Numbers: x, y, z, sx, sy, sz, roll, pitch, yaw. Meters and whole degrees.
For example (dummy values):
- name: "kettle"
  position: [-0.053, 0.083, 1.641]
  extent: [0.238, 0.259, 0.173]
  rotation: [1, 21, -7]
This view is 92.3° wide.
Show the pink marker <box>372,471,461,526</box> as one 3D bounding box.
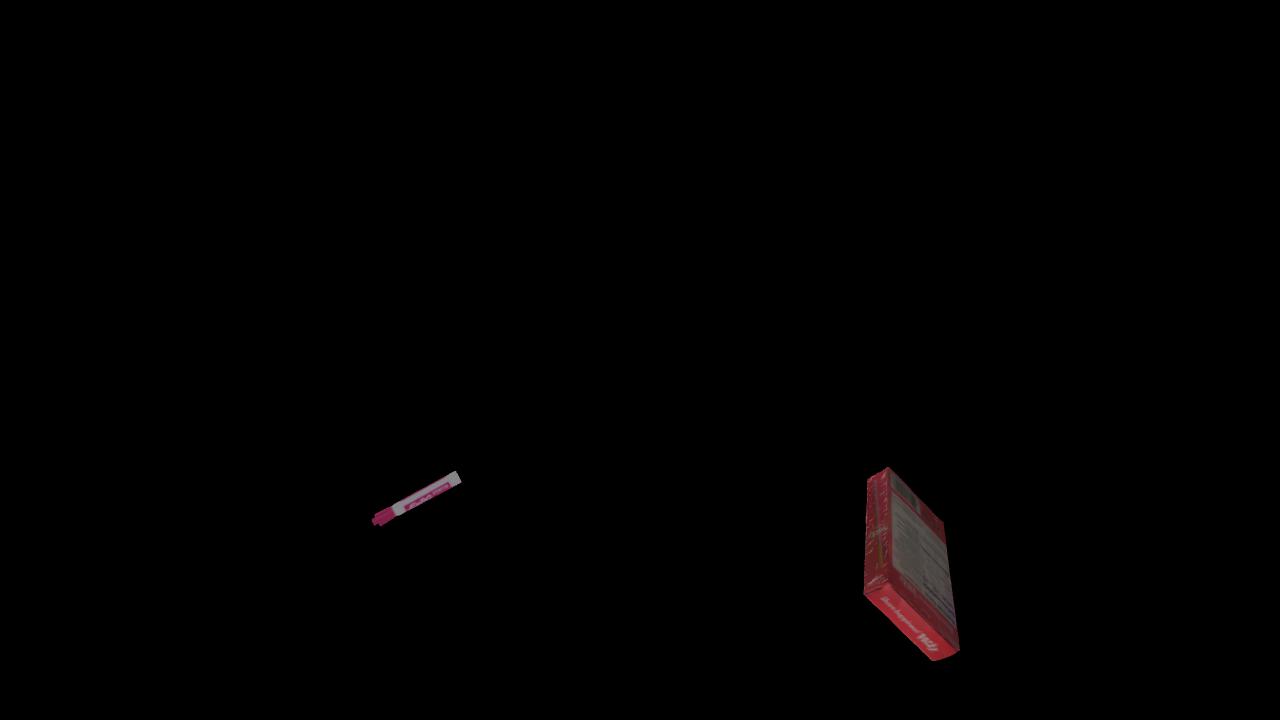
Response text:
- name: "pink marker"
  position: [-0.301, 0.187, 0.829]
  extent: [0.121, 0.020, 0.020]
  rotation: [-27, 11, -22]

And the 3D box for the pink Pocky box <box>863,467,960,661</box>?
- name: "pink Pocky box"
  position: [0.237, 0.173, 0.545]
  extent: [0.029, 0.084, 0.155]
  rotation: [-42, 7, 33]
